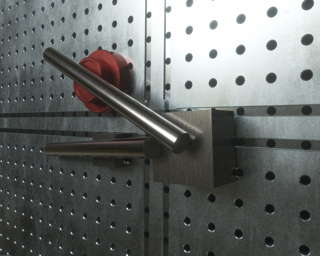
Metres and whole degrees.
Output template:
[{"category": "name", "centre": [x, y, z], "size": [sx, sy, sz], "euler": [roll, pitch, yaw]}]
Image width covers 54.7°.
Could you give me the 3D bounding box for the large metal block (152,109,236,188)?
[{"category": "large metal block", "centre": [0.038, 0.022, 0.356], "size": [0.080, 0.050, 0.079], "euler": [-2, 89, 39]}]

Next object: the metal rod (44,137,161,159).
[{"category": "metal rod", "centre": [-0.105, 0.031, 0.458], "size": [0.299, 0.025, 0.025], "euler": [-5, 87, 50]}]

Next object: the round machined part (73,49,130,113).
[{"category": "round machined part", "centre": [-0.096, -0.071, 0.474], "size": [0.098, 0.042, 0.097], "euler": [0, 90, 39]}]

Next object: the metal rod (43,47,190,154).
[{"category": "metal rod", "centre": [-0.077, -0.051, 0.408], "size": [0.300, 0.025, 0.025], "euler": [34, 111, 37]}]

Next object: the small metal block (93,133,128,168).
[{"category": "small metal block", "centre": [-0.076, 0.033, 0.470], "size": [0.050, 0.025, 0.050], "euler": [0, 90, 39]}]
